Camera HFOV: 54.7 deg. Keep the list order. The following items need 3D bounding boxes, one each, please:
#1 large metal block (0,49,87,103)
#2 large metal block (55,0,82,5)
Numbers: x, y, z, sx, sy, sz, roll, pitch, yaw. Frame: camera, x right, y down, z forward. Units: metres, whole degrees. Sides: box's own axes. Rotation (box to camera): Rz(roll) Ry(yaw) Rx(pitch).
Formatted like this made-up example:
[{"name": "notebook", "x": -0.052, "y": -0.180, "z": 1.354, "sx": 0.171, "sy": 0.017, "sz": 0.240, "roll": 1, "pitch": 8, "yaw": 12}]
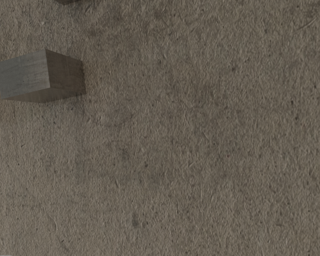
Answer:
[{"name": "large metal block", "x": -0.164, "y": -0.069, "z": 0.438, "sx": 0.080, "sy": 0.080, "sz": 0.050, "roll": -9, "pitch": 87, "yaw": 20}, {"name": "large metal block", "x": -0.123, "y": -0.232, "z": 0.439, "sx": 0.080, "sy": 0.050, "sz": 0.080, "roll": -7, "pitch": 88, "yaw": 20}]
